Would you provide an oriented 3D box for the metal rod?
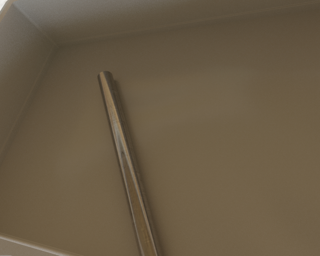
[{"bbox_3d":[-0.048,0.029,0.414,0.025,0.025,0.300,-28,52,10],"label":"metal rod"}]
